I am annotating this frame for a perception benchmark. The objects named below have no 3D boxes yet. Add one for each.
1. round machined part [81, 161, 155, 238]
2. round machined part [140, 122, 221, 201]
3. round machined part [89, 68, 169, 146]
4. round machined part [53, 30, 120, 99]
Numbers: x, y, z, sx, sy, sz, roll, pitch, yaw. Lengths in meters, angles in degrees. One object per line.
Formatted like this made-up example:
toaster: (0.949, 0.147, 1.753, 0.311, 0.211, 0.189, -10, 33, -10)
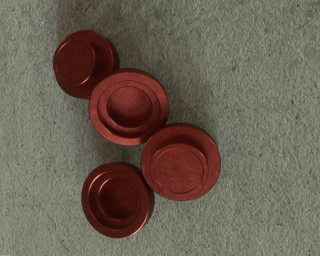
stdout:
round machined part: (-0.053, 0.094, 0.418, 0.098, 0.042, 0.097, 0, 90, 20)
round machined part: (0.024, 0.045, 0.377, 0.099, 0.042, 0.097, 2, 103, 7)
round machined part: (-0.039, -0.030, 0.398, 0.099, 0.042, 0.097, -1, 114, -3)
round machined part: (-0.111, -0.091, 0.439, 0.098, 0.042, 0.097, 0, 90, 20)
